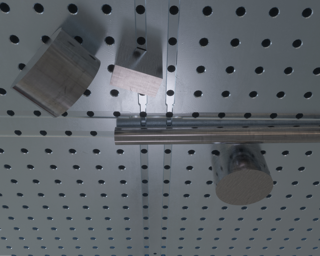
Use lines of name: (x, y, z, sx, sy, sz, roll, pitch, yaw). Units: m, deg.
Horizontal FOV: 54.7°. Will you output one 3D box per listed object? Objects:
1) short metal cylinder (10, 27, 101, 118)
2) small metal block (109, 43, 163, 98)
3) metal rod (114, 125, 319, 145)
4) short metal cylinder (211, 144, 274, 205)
short metal cylinder: (-0.109, -0.058, 0.326, 0.080, 0.080, 0.050, -35, 122, 26)
small metal block: (-0.025, -0.064, 0.341, 0.050, 0.050, 0.025, 15, 129, -13)
metal rod: (0.091, 0.009, 0.420, 0.302, 0.025, 0.025, -1, 130, 0)
short metal cylinder: (0.119, 0.069, 0.456, 0.081, 0.050, 0.079, 0, 130, 0)
